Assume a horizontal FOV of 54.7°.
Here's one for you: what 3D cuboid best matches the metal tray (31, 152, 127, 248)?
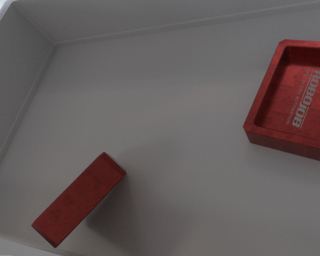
[{"bbox_3d":[-0.078,0.071,0.338,0.030,0.130,0.090,44,81,0],"label":"metal tray"}]

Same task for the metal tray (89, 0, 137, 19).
[{"bbox_3d":[-0.086,-0.288,0.627,0.090,0.030,0.130,-6,59,25],"label":"metal tray"}]

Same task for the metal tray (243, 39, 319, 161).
[{"bbox_3d":[0.159,-0.036,0.340,0.090,0.030,0.130,16,70,34],"label":"metal tray"}]
